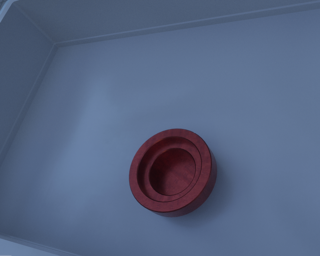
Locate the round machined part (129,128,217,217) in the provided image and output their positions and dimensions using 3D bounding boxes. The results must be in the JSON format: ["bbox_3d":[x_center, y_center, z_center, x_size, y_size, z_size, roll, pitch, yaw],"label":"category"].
[{"bbox_3d":[0.018,0.053,0.354,0.098,0.042,0.098,-13,56,21],"label":"round machined part"}]
